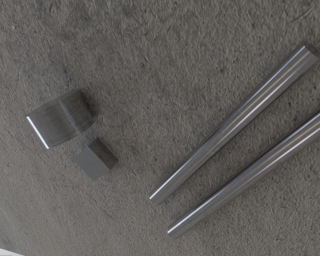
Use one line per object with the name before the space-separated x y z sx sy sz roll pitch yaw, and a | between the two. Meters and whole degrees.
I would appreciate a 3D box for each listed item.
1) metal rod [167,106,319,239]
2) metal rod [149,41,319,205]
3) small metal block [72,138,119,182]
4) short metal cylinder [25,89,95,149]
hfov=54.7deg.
metal rod | 0.096 0.077 0.403 0.025 0.025 0.298 40 129 1
metal rod | 0.068 0.017 0.381 0.025 0.025 0.298 40 129 1
small metal block | -0.103 0.051 0.492 0.050 0.025 0.050 48 129 -6
short metal cylinder | -0.139 -0.014 0.436 0.080 0.080 0.050 -14 111 34
